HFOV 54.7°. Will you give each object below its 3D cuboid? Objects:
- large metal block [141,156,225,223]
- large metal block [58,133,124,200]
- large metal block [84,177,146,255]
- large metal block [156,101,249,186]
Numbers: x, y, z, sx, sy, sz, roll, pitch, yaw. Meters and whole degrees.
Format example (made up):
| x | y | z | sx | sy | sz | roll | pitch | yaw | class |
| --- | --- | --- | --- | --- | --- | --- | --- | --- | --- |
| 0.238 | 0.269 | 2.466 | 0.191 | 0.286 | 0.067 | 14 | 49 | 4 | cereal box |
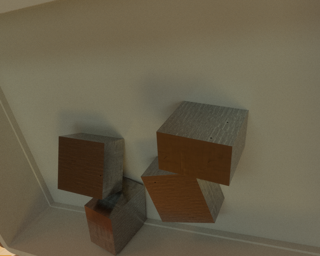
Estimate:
| x | y | z | sx | sy | sz | roll | pitch | yaw | class |
| --- | --- | --- | --- | --- | --- | --- | --- | --- | --- |
| 0.033 | 0.082 | 0.426 | 0.080 | 0.050 | 0.080 | -10 | 114 | 32 | large metal block |
| -0.103 | 0.053 | 0.462 | 0.080 | 0.050 | 0.079 | 7 | 98 | 25 | large metal block |
| -0.067 | 0.136 | 0.488 | 0.050 | 0.080 | 0.079 | 18 | 126 | 27 | large metal block |
| 0.051 | 0.013 | 0.354 | 0.080 | 0.080 | 0.050 | 11 | 123 | 22 | large metal block |
